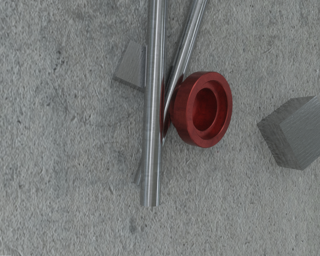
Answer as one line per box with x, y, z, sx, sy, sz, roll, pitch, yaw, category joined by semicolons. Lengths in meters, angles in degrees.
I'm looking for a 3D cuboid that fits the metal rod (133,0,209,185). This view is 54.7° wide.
0.021;-0.068;0.417;0.025;0.025;0.299;19;83;-19;metal rod

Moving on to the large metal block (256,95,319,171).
0.210;0.007;0.475;0.080;0.050;0.080;-34;101;-17;large metal block

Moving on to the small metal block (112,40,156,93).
-0.028;-0.077;0.400;0.050;0.025;0.050;23;82;-19;small metal block

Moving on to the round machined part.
0.051;-0.025;0.407;0.099;0.042;0.097;-11;106;-44;round machined part

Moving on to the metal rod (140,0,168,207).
-0.006;-0.056;0.380;0.025;0.025;0.298;3;89;-20;metal rod
